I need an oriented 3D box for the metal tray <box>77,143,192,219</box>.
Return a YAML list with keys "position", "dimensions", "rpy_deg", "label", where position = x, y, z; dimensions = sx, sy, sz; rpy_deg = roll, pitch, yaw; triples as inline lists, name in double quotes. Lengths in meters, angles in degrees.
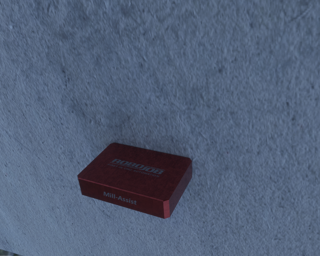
- position: [-0.032, 0.066, 0.420]
  dimensions: [0.130, 0.090, 0.030]
  rpy_deg: [10, 123, 22]
  label: "metal tray"
